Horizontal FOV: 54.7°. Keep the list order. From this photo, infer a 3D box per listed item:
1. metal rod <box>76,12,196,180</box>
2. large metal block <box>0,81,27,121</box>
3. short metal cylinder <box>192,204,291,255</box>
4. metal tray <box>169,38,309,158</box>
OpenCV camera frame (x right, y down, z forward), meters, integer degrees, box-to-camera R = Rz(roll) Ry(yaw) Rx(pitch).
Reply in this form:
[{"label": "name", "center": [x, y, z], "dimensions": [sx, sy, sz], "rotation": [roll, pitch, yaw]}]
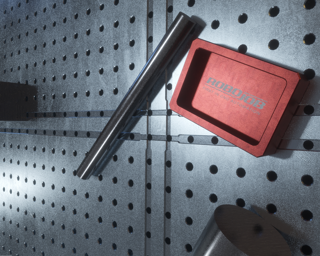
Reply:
[{"label": "metal rod", "center": [-0.046, -0.030, 0.447], "dimensions": [0.025, 0.025, 0.298], "rotation": [52, 120, 27]}, {"label": "large metal block", "center": [-0.331, -0.054, 0.647], "dimensions": [0.050, 0.081, 0.080], "rotation": [-2, 89, 40]}, {"label": "short metal cylinder", "center": [0.080, 0.122, 0.308], "dimensions": [0.080, 0.081, 0.050], "rotation": [37, 113, 33]}, {"label": "metal tray", "center": [0.079, -0.037, 0.340], "dimensions": [0.130, 0.030, 0.089], "rotation": [32, 110, 35]}]
